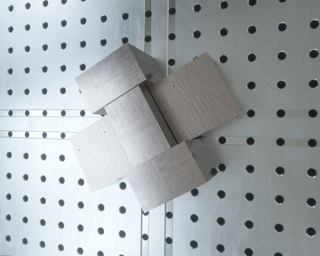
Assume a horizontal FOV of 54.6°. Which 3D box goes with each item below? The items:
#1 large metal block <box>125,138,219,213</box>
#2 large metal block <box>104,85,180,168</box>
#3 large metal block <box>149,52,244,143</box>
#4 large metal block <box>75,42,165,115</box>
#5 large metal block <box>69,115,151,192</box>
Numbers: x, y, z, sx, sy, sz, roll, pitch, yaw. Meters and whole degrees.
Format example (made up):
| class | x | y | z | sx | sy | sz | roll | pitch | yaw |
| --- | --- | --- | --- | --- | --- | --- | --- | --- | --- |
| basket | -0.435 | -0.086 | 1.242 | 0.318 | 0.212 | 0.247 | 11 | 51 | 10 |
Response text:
| class | x | y | z | sx | sy | sz | roll | pitch | yaw |
| --- | --- | --- | --- | --- | --- | --- | --- | --- | --- |
| large metal block | 0.018 | 0.055 | 0.377 | 0.080 | 0.080 | 0.050 | -30 | 80 | 17 |
| large metal block | -0.013 | -0.002 | 0.388 | 0.050 | 0.080 | 0.080 | -30 | 80 | 18 |
| large metal block | 0.046 | -0.034 | 0.383 | 0.080 | 0.050 | 0.080 | -30 | 82 | 17 |
| large metal block | -0.046 | -0.057 | 0.399 | 0.080 | 0.080 | 0.050 | -30 | 80 | 18 |
| large metal block | -0.064 | 0.031 | 0.423 | 0.080 | 0.050 | 0.080 | -28 | 80 | 18 |
